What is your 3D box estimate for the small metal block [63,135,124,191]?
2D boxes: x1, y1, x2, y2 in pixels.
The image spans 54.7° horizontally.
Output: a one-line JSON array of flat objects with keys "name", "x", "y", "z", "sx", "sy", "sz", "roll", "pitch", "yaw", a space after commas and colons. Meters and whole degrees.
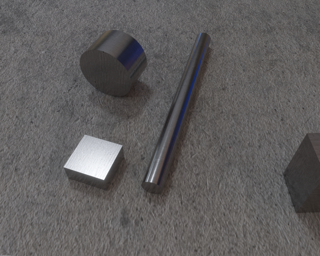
[{"name": "small metal block", "x": -0.077, "y": 0.040, "z": 0.368, "sx": 0.050, "sy": 0.025, "sz": 0.050, "roll": 15, "pitch": 52, "yaw": 12}]

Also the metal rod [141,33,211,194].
[{"name": "metal rod", "x": 0.033, "y": -0.043, "z": 0.439, "sx": 0.025, "sy": 0.025, "sz": 0.300, "roll": 13, "pitch": 51, "yaw": 10}]

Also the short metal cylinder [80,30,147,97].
[{"name": "short metal cylinder", "x": -0.066, "y": -0.092, "z": 0.444, "sx": 0.080, "sy": 0.080, "sz": 0.050, "roll": 18, "pitch": 53, "yaw": 14}]

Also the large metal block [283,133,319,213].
[{"name": "large metal block", "x": 0.190, "y": 0.049, "z": 0.329, "sx": 0.081, "sy": 0.080, "sz": 0.050, "roll": -1, "pitch": 50, "yaw": -2}]
